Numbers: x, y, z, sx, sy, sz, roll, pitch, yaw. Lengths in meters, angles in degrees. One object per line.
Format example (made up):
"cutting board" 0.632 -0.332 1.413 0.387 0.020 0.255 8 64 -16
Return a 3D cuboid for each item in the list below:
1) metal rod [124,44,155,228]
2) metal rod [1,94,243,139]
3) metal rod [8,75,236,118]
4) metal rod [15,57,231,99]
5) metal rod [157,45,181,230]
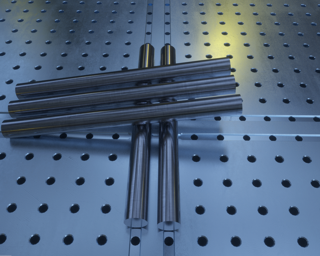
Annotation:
"metal rod" -0.023 -0.015 0.420 0.025 0.025 0.300 1 50 0
"metal rod" -0.051 -0.014 0.391 0.302 0.025 0.025 -6 50 5
"metal rod" -0.053 -0.041 0.415 0.302 0.025 0.025 -6 50 5
"metal rod" -0.054 -0.069 0.438 0.302 0.025 0.025 -6 50 4
"metal rod" 0.011 -0.013 0.419 0.025 0.025 0.300 1 50 0
